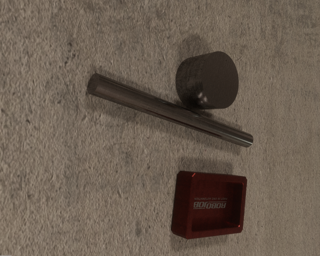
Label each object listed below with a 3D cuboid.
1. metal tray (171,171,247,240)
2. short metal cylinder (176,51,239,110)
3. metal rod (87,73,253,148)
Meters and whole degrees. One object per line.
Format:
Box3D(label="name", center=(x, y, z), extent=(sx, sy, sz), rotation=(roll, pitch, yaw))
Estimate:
Box3D(label="metal tray", center=(0.079, 0.114, 0.470), extent=(0.131, 0.030, 0.090), rotation=(11, 83, -40))
Box3D(label="short metal cylinder", center=(0.069, -0.067, 0.449), extent=(0.081, 0.050, 0.079), rotation=(0, 90, -40))
Box3D(label="metal rod", center=(0.038, -0.014, 0.438), extent=(0.302, 0.025, 0.025), rotation=(18, 79, -39))
